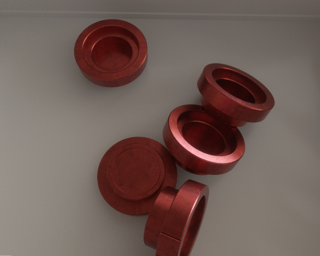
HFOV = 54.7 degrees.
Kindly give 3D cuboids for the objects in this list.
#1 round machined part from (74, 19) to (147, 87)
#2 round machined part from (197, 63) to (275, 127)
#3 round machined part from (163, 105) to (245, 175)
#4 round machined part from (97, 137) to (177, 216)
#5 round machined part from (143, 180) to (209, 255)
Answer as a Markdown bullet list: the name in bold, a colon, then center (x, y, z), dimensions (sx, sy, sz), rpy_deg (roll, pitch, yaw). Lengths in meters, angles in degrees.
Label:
- **round machined part**: center (-0.067, -0.100, 0.437), dimensions (0.099, 0.042, 0.098), rpy_deg (0, 70, -1)
- **round machined part**: center (0.092, -0.039, 0.399), dimensions (0.099, 0.042, 0.098), rpy_deg (16, 37, -13)
- **round machined part**: center (0.050, 0.019, 0.379), dimensions (0.099, 0.042, 0.098), rpy_deg (14, 41, -12)
- **round machined part**: center (-0.028, 0.057, 0.380), dimensions (0.099, 0.042, 0.098), rpy_deg (0, 70, -1)
- **round machined part**: center (0.016, 0.102, 0.335), dimensions (0.042, 0.098, 0.098), rpy_deg (17, 70, 20)
